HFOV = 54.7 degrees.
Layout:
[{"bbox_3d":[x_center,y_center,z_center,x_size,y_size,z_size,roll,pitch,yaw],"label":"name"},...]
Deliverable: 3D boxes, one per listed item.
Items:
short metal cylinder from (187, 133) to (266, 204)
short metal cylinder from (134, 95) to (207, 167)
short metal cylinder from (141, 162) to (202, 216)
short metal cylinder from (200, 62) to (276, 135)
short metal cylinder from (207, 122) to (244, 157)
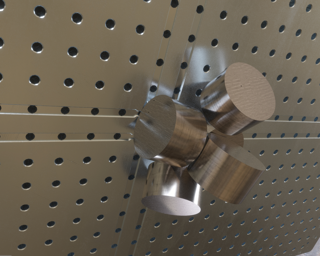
[{"bbox_3d":[0.081,0.048,0.384,0.081,0.080,0.050,19,108,-36],"label":"short metal cylinder"},{"bbox_3d":[0.011,0.005,0.384,0.050,0.080,0.080,20,107,-36],"label":"short metal cylinder"},{"bbox_3d":[0.018,0.084,0.430,0.080,0.050,0.080,8,149,5],"label":"short metal cylinder"},{"bbox_3d":[0.100,-0.036,0.398,0.081,0.080,0.050,2,157,-29],"label":"short metal cylinder"},{"bbox_3d":[0.072,0.020,0.445,0.081,0.050,0.079,-13,123,-21],"label":"short metal cylinder"}]
